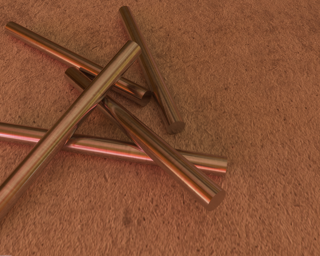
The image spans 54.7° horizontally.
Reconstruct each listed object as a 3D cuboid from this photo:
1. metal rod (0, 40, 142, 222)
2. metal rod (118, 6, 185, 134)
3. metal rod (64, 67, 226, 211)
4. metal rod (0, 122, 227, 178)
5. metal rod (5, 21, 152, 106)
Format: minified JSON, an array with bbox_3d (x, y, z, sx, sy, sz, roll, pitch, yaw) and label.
[{"bbox_3d":[-0.115,0.002,0.366,0.025,0.025,0.301,26,65,20],"label":"metal rod"},{"bbox_3d":[-0.023,-0.110,0.495,0.025,0.025,0.300,-13,51,-11],"label":"metal rod"},{"bbox_3d":[-0.040,-0.006,0.381,0.025,0.025,0.300,-32,49,-24],"label":"metal rod"},{"bbox_3d":[-0.071,0.024,0.382,0.301,0.025,0.025,8,51,7],"label":"metal rod"},{"bbox_3d":[-0.141,-0.109,0.493,0.300,0.025,0.025,29,56,22],"label":"metal rod"}]
